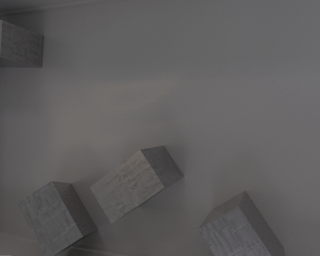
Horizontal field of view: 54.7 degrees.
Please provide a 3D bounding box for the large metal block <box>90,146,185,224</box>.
[{"bbox_3d":[-0.025,0.067,0.390,0.080,0.080,0.050,-37,78,16],"label":"large metal block"}]

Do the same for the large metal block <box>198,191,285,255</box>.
[{"bbox_3d":[0.094,0.125,0.348,0.050,0.080,0.080,-36,79,16],"label":"large metal block"}]

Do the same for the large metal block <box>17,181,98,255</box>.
[{"bbox_3d":[-0.136,0.122,0.422,0.050,0.080,0.080,-33,79,-5],"label":"large metal block"}]

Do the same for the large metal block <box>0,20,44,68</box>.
[{"bbox_3d":[-0.236,-0.123,0.465,0.080,0.080,0.050,5,92,20],"label":"large metal block"}]
